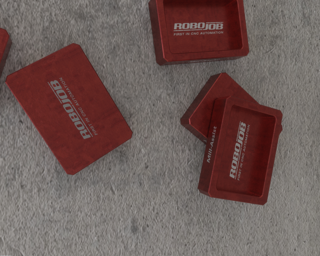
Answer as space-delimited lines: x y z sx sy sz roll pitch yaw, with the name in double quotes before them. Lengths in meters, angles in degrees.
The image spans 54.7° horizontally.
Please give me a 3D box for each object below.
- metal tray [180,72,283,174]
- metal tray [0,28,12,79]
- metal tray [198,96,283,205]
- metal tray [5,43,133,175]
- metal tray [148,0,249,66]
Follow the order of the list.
"metal tray" 0.105 -0.005 0.445 0.130 0.030 0.090 39 78 -16
"metal tray" -0.235 -0.079 0.319 0.131 0.030 0.090 17 84 -19
"metal tray" 0.108 0.031 0.413 0.091 0.030 0.129 13 86 -20
"metal tray" -0.104 -0.022 0.368 0.090 0.030 0.130 -33 101 -17
"metal tray" 0.055 -0.137 0.426 0.131 0.030 0.089 -9 93 -20
